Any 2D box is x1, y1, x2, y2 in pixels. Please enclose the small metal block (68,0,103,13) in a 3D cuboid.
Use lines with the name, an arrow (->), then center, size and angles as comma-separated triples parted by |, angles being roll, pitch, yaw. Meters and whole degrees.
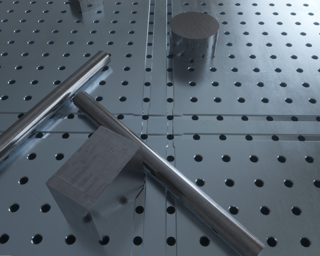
small metal block -> -0.152, -0.262, 0.627 | 0.050, 0.025, 0.050 | -33, 58, -25

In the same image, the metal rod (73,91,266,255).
metal rod -> -0.008, 0.041, 0.372 | 0.025, 0.025, 0.300 | -37, 59, -27

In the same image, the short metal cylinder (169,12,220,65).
short metal cylinder -> 0.056, -0.151, 0.518 | 0.080, 0.050, 0.080 | 0, 50, 0

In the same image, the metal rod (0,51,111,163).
metal rod -> -0.166, -0.016, 0.419 | 0.025, 0.025, 0.301 | 24, 54, 19

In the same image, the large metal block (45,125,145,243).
large metal block -> -0.060, 0.059, 0.322 | 0.050, 0.080, 0.080 | 25, 54, 19
